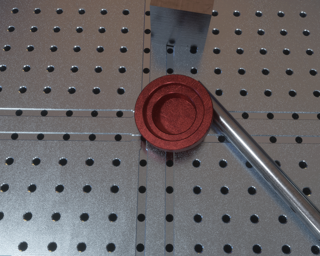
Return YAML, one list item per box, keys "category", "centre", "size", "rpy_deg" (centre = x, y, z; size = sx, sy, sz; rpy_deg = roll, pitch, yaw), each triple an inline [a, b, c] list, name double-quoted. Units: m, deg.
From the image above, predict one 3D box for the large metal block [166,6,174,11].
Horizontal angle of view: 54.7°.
- category: "large metal block"
  centre: [0.041, -0.210, 0.459]
  size: [0.080, 0.080, 0.050]
  rpy_deg: [5, 70, 1]

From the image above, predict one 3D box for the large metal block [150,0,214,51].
- category: "large metal block"
  centre: [0.031, -0.160, 0.441]
  size: [0.080, 0.080, 0.050]
  rpy_deg: [10, 71, 3]

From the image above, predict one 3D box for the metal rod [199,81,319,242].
- category: "metal rod"
  centre: [0.139, 0.054, 0.392]
  size: [0.025, 0.025, 0.300]
  rpy_deg: [-36, 74, -12]

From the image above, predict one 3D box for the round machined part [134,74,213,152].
- category: "round machined part"
  centre: [0.019, -0.017, 0.402]
  size: [0.098, 0.042, 0.098]
  rpy_deg: [-2, 77, 8]
